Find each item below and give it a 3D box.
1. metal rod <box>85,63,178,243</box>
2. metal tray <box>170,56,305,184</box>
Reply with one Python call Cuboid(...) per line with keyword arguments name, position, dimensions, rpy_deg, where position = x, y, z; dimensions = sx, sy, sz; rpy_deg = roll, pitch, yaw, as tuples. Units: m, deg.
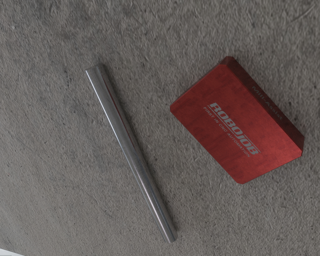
Cuboid(name="metal rod", position=(-0.034, 0.050, 0.455), dimensions=(0.025, 0.025, 0.299), rpy_deg=(-9, 114, 32))
Cuboid(name="metal tray", position=(0.086, -0.005, 0.355), dimensions=(0.130, 0.030, 0.090), rpy_deg=(47, 129, -5))
